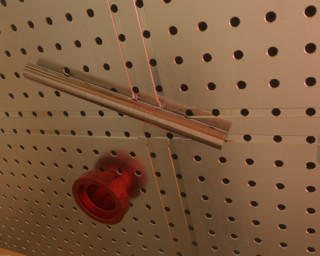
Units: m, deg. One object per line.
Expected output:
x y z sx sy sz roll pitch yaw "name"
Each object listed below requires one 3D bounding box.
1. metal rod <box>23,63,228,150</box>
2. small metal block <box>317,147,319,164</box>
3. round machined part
-0.057 -0.034 0.418 0.301 0.025 0.025 20 126 15 "metal rod"
0.204 0.031 0.323 0.050 0.025 0.050 41 129 0 "small metal block"
-0.093 0.109 0.514 0.098 0.042 0.097 13 124 20 "round machined part"
